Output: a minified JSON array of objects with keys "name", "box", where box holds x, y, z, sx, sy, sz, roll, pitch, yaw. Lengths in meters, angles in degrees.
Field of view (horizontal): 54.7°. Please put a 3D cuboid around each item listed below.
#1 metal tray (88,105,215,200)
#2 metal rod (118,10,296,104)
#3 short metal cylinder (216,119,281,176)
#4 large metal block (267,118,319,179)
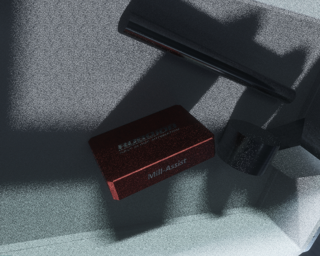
[{"name":"metal tray","box":[-0.011,0.023,0.376,0.131,0.090,0.030,-22,127,-16]},{"name":"metal rod","box":[0.083,-0.080,0.406,0.302,0.025,0.025,14,111,-34]},{"name":"short metal cylinder","box":[0.132,0.028,0.465,0.081,0.080,0.050,6,115,-32]},{"name":"large metal block","box":[0.221,0.036,0.495,0.080,0.080,0.050,33,61,-17]}]
